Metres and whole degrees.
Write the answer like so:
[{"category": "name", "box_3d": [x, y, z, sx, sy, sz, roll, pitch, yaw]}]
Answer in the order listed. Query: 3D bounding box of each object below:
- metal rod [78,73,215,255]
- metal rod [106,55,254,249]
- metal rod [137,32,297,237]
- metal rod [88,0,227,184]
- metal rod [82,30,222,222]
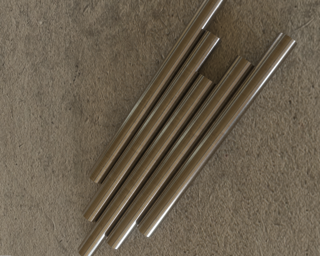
[{"category": "metal rod", "box_3d": [-0.023, 0.059, 0.418, 0.025, 0.025, 0.299, 38, 102, 15]}, {"category": "metal rod", "box_3d": [0.019, 0.039, 0.402, 0.025, 0.025, 0.299, 38, 102, 15]}, {"category": "metal rod", "box_3d": [0.064, 0.017, 0.387, 0.025, 0.025, 0.299, 38, 102, 15]}, {"category": "metal rod", "box_3d": [-0.008, -0.049, 0.412, 0.025, 0.025, 0.299, 38, 102, 15]}, {"category": "metal rod", "box_3d": [-0.016, 0.006, 0.415, 0.025, 0.025, 0.299, 38, 102, 15]}]
